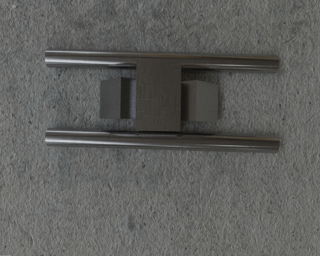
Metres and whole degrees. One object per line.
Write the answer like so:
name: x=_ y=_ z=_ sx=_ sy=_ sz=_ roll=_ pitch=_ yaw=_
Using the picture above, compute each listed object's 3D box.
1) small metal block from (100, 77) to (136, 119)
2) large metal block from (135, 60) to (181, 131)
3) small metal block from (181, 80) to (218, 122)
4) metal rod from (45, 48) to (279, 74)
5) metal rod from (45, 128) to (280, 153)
small metal block: x=-0.053 y=-0.037 z=0.397 sx=0.025 sy=0.050 sz=0.050 roll=1 pitch=91 yaw=-40
large metal block: x=-0.002 y=-0.037 z=0.386 sx=0.050 sy=0.080 sz=0.079 roll=1 pitch=90 yaw=0
small metal block: x=0.051 y=-0.033 z=0.398 sx=0.025 sy=0.050 sz=0.050 roll=0 pitch=90 yaw=41
metal rod: x=0.003 y=-0.089 z=0.411 sx=0.302 sy=0.025 sz=0.025 roll=1 pitch=90 yaw=-1
metal rod: x=0.004 y=0.017 z=0.411 sx=0.302 sy=0.025 sz=0.025 roll=2 pitch=90 yaw=-1
